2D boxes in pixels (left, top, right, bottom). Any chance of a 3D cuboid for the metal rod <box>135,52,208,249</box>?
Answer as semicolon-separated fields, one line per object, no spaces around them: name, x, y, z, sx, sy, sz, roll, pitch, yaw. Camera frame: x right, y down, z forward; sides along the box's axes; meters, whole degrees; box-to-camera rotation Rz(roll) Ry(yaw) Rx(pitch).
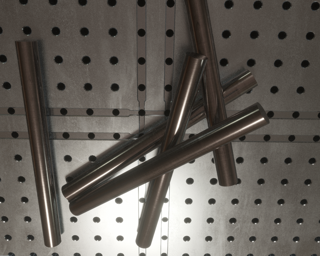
metal rod;0.008;0.048;0.410;0.025;0.025;0.298;12;118;-5

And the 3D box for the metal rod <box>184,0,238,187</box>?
metal rod;0.056;-0.073;0.366;0.025;0.025;0.298;-12;102;4

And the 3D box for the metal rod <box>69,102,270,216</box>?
metal rod;-0.009;0.051;0.386;0.299;0.025;0.025;-30;109;28

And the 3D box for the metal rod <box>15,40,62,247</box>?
metal rod;-0.162;0.035;0.423;0.025;0.025;0.298;0;110;-1

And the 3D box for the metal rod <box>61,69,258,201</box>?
metal rod;-0.008;0.015;0.418;0.300;0.025;0.025;-32;107;10
